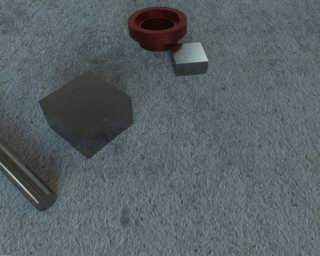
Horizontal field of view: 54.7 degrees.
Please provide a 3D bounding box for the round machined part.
[{"bbox_3d":[-0.003,-0.165,0.527,0.099,0.042,0.098,-1,45,1],"label":"round machined part"}]

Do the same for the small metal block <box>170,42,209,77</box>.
[{"bbox_3d":[0.045,-0.111,0.497,0.050,0.025,0.050,-7,51,-6],"label":"small metal block"}]

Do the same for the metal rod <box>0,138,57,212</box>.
[{"bbox_3d":[-0.234,0.003,0.397,0.300,0.025,0.025,34,58,25],"label":"metal rod"}]

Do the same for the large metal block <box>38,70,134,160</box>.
[{"bbox_3d":[-0.093,-0.020,0.402,0.080,0.050,0.080,34,58,25],"label":"large metal block"}]
